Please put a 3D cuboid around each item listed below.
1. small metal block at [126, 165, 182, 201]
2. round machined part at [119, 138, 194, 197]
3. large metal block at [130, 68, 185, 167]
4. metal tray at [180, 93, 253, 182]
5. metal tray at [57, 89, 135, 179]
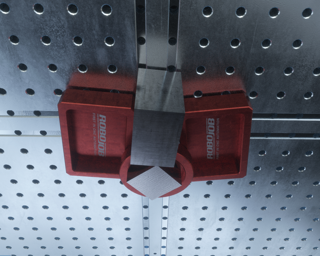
[{"bbox_3d":[-0.007,0.063,0.405,0.050,0.025,0.050,-32,124,24],"label":"small metal block"},{"bbox_3d":[-0.004,0.049,0.425,0.099,0.042,0.097,0,130,0],"label":"round machined part"},{"bbox_3d":[-0.005,-0.012,0.360,0.050,0.080,0.079,5,130,-4],"label":"large metal block"},{"bbox_3d":[0.072,0.018,0.419,0.091,0.030,0.129,-5,130,4],"label":"metal tray"},{"bbox_3d":[-0.081,0.013,0.413,0.091,0.030,0.129,5,130,-4],"label":"metal tray"}]
